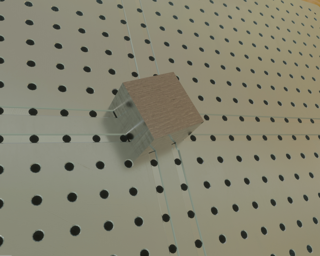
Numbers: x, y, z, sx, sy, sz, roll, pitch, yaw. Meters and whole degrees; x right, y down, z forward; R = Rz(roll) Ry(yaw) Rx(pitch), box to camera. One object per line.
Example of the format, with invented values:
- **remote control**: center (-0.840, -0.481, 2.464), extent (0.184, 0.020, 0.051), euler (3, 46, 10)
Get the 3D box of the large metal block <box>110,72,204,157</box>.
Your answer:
- **large metal block**: center (-0.004, -0.020, 0.401), extent (0.081, 0.050, 0.080), euler (-19, 72, -35)
